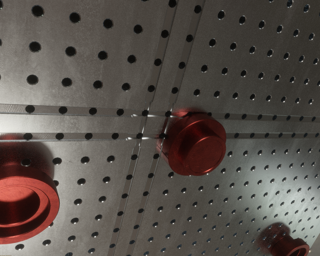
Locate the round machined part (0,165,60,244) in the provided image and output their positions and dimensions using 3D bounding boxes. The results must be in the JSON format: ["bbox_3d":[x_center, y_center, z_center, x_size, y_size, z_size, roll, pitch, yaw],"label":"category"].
[{"bbox_3d":[-0.171,0.083,0.359,0.099,0.042,0.097,-14,125,-21],"label":"round machined part"}]

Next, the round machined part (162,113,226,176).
[{"bbox_3d":[0.056,0.031,0.452,0.099,0.042,0.097,-14,125,-21],"label":"round machined part"}]

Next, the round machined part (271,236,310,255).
[{"bbox_3d":[0.319,0.310,0.771,0.099,0.042,0.097,-14,125,-21],"label":"round machined part"}]
